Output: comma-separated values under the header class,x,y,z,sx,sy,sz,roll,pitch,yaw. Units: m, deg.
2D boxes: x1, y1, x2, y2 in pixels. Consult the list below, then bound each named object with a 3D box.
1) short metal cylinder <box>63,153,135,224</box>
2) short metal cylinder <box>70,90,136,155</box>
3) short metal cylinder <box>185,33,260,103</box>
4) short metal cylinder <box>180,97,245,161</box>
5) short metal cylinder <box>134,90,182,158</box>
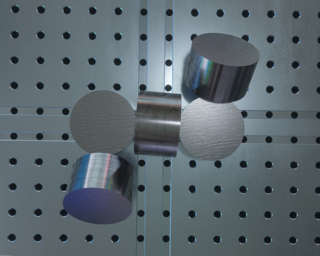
class,x,y,z,sx,sy,sz,roll,pitch,yaw
short metal cylinder,-0.072,0.075,0.379,0.081,0.050,0.079,0,134,1
short metal cylinder,-0.069,-0.006,0.399,0.081,0.050,0.079,0,90,-1
short metal cylinder,0.074,-0.075,0.380,0.081,0.080,0.050,9,132,-1
short metal cylinder,0.063,0.000,0.401,0.081,0.050,0.079,0,90,-1
short metal cylinder,-0.003,-0.005,0.386,0.050,0.080,0.079,5,90,0
